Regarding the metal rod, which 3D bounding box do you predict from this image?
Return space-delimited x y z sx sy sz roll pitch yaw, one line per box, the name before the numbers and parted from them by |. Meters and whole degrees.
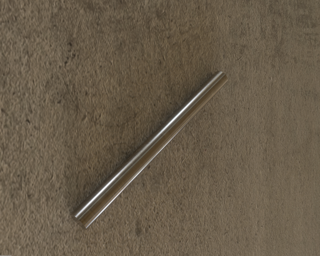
metal rod | 0.004 0.011 0.412 0.301 0.025 0.025 -44 117 -31
